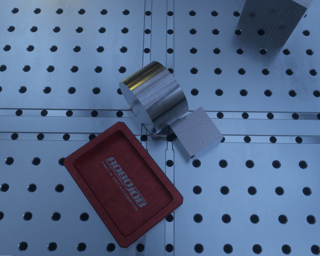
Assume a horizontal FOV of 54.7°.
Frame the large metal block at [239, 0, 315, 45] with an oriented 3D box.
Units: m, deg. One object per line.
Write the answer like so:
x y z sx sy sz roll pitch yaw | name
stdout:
0.173 -0.181 0.450 0.080 0.080 0.050 35 74 12 | large metal block

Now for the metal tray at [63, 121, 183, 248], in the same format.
-0.045 0.067 0.383 0.090 0.030 0.130 -36 74 -12 | metal tray

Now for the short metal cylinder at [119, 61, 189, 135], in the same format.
-0.008 -0.038 0.396 0.050 0.080 0.080 -35 74 -12 | short metal cylinder

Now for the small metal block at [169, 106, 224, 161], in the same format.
0.047 0.008 0.409 0.050 0.025 0.050 -30 73 -11 | small metal block
